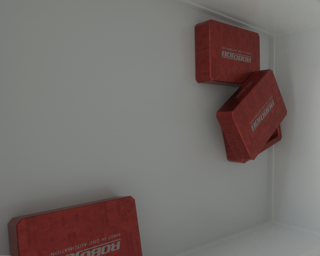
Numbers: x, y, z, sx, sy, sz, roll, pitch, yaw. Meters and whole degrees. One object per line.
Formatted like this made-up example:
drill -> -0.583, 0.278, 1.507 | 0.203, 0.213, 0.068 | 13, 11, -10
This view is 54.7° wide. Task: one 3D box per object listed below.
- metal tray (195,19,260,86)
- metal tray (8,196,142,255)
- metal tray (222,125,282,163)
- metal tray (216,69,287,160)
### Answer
metal tray -> 0.112, -0.115, 0.500 | 0.131, 0.030, 0.089 | -2, 92, -40
metal tray -> -0.082, 0.127, 0.325 | 0.131, 0.030, 0.090 | -2, 80, -40
metal tray -> 0.162, -0.003, 0.542 | 0.131, 0.030, 0.089 | -22, 104, -38
metal tray -> 0.150, -0.023, 0.492 | 0.131, 0.030, 0.090 | -44, 117, -31
